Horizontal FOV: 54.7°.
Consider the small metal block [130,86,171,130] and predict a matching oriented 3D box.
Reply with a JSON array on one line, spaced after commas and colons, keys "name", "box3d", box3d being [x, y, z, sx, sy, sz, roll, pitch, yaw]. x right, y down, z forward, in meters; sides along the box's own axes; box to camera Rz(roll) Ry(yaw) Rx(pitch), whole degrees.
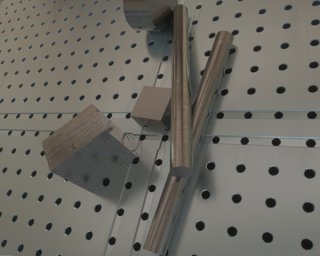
[{"name": "small metal block", "box3d": [-0.006, -0.029, 0.428, 0.050, 0.025, 0.050, 10, 67, 32]}]

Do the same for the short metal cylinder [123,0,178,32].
[{"name": "short metal cylinder", "box3d": [-0.014, -0.197, 0.500, 0.050, 0.080, 0.080, 13, 68, 33]}]

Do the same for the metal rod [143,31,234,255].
[{"name": "metal rod", "box3d": [0.043, 0.002, 0.383, 0.025, 0.025, 0.300, 7, 65, 31]}]

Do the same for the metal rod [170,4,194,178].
[{"name": "metal rod", "box3d": [0.028, -0.072, 0.416, 0.025, 0.025, 0.300, -14, 50, 20]}]

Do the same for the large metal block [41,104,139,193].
[{"name": "large metal block", "box3d": [-0.088, 0.029, 0.400, 0.080, 0.080, 0.050, -37, 51, 3]}]
